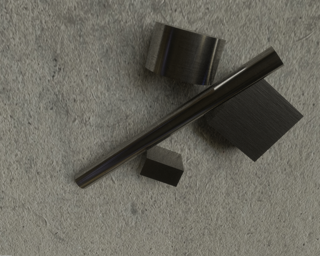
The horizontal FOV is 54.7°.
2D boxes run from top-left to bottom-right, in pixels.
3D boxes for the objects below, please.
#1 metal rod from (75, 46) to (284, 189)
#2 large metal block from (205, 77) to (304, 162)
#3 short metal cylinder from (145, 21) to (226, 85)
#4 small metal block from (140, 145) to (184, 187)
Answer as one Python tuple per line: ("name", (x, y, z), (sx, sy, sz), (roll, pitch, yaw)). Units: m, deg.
("metal rod", (0.007, -0.001, 0.382), (0.300, 0.025, 0.025), (-33, 108, 21))
("large metal block", (0.114, -0.018, 0.391), (0.080, 0.050, 0.080), (39, 105, -14))
("short metal cylinder", (0.028, -0.085, 0.350), (0.081, 0.080, 0.050), (13, 110, -5))
("small metal block", (0.002, 0.048, 0.414), (0.050, 0.050, 0.025), (20, 109, -8))
